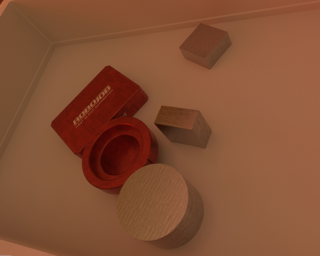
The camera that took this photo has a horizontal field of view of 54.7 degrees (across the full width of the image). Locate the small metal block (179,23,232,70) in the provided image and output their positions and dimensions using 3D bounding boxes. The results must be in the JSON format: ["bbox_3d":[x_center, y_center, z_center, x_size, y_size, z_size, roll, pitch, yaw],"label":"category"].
[{"bbox_3d":[0.065,-0.118,0.443,0.050,0.025,0.050,35,81,38],"label":"small metal block"}]

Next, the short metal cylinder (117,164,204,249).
[{"bbox_3d":[0.001,0.085,0.336,0.080,0.050,0.080,-13,56,20],"label":"short metal cylinder"}]

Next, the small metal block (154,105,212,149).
[{"bbox_3d":[0.029,-0.001,0.374,0.050,0.050,0.025,10,67,32],"label":"small metal block"}]

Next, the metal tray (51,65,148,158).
[{"bbox_3d":[-0.092,-0.025,0.464,0.130,0.030,0.090,-47,52,-6],"label":"metal tray"}]

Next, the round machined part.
[{"bbox_3d":[-0.046,0.038,0.394,0.098,0.042,0.098,-13,56,20],"label":"round machined part"}]
